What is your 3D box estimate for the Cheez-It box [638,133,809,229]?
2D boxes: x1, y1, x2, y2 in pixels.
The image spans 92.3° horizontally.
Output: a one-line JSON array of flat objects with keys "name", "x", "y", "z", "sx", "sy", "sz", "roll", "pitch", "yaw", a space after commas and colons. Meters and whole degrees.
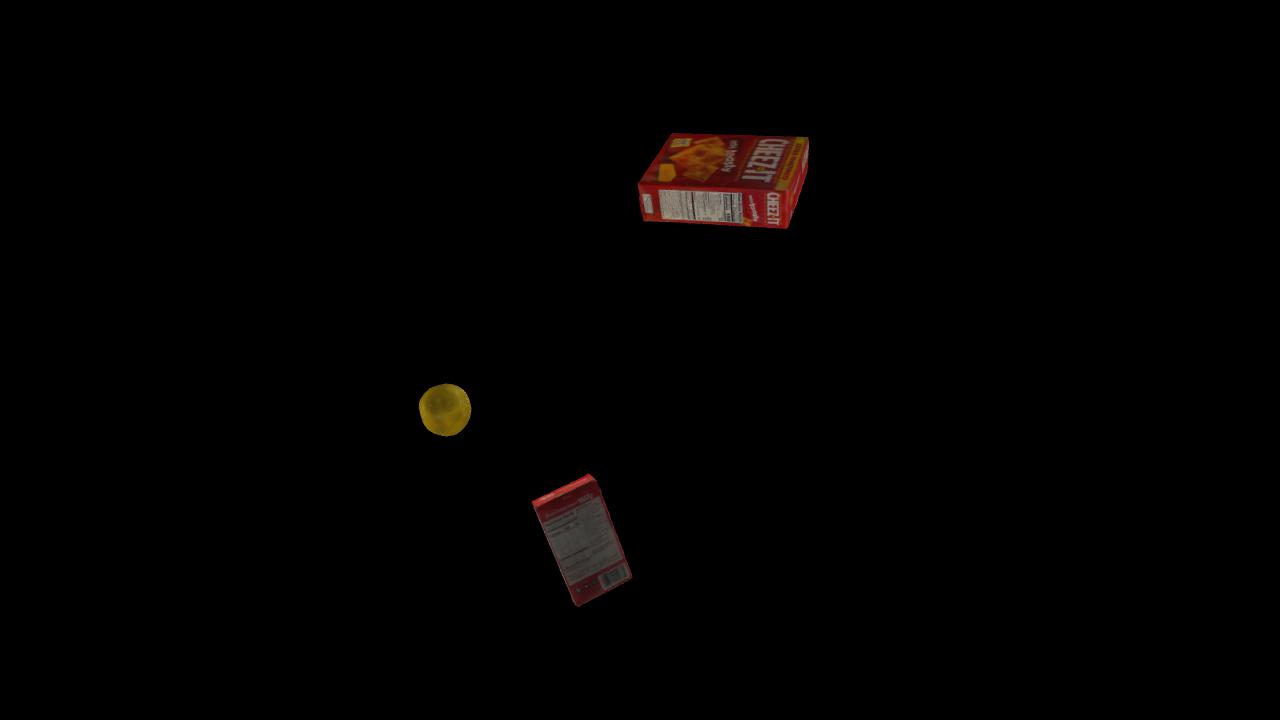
[{"name": "Cheez-It box", "x": 0.128, "y": -0.273, "z": 0.925, "sx": 0.223, "sy": 0.071, "sz": 0.166, "roll": 9, "pitch": 48, "yaw": 20}]

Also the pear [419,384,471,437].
[{"name": "pear", "x": -0.294, "y": 0.083, "z": 0.938, "sx": 0.080, "sy": 0.080, "sz": 0.111, "roll": 0, "pitch": -22, "yaw": -13}]

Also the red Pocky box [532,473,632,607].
[{"name": "red Pocky box", "x": -0.071, "y": 0.227, "z": 0.776, "sx": 0.083, "sy": 0.155, "sz": 0.028, "roll": -23, "pitch": 18, "yaw": -14}]
